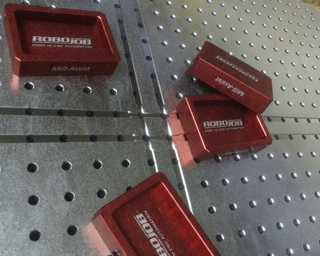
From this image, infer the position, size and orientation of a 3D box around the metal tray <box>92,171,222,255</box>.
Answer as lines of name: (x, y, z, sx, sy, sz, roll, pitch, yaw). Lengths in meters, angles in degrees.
metal tray: (0.001, 0.123, 0.331, 0.091, 0.030, 0.130, -28, 77, -37)

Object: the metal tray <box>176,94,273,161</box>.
metal tray: (0.097, -0.005, 0.462, 0.131, 0.030, 0.090, -4, 64, -31)

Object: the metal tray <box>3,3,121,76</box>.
metal tray: (-0.127, -0.114, 0.407, 0.131, 0.030, 0.090, -7, 65, -32)

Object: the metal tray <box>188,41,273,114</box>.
metal tray: (0.116, -0.084, 0.496, 0.130, 0.030, 0.090, 30, 35, -2)
